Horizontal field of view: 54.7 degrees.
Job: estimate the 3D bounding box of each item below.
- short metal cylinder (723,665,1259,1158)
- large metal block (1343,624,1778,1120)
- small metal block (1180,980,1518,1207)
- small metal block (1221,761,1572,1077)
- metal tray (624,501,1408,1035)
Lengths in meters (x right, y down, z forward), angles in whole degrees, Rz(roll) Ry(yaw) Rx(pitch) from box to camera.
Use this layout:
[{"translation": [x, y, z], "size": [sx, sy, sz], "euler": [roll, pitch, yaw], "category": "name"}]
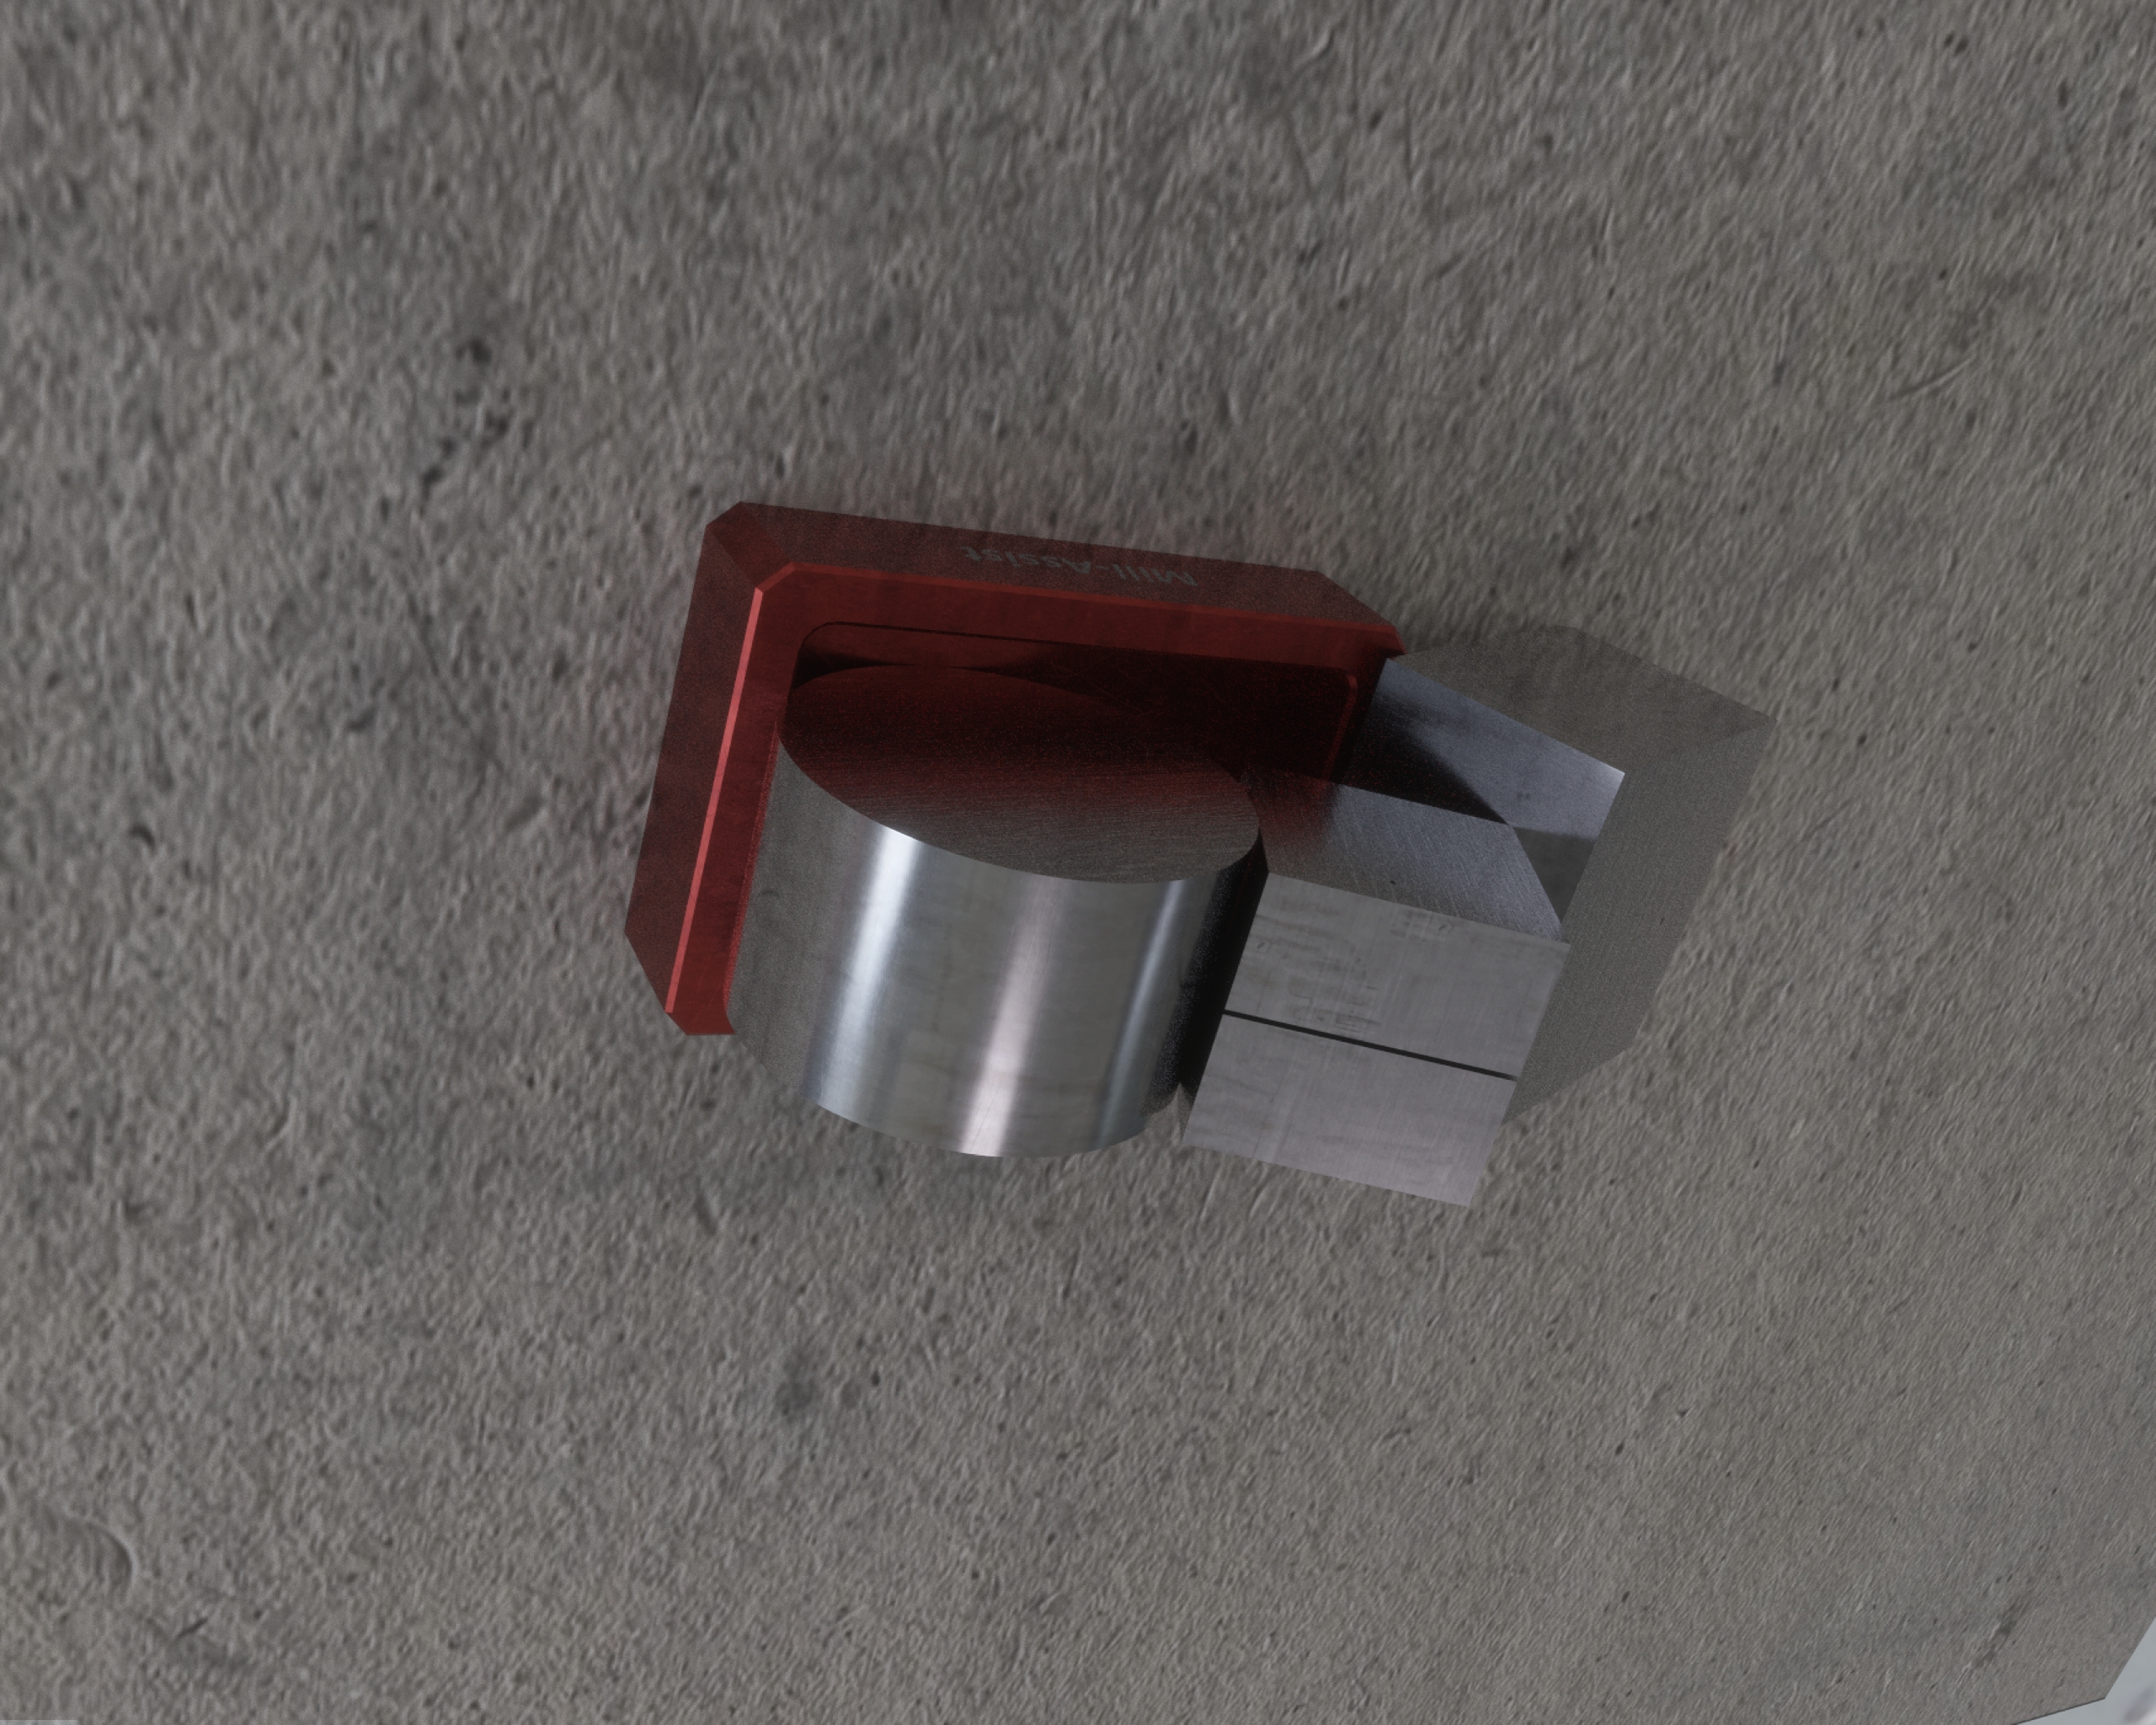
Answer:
[{"translation": [-0.015, 0.006, 0.351], "size": [0.081, 0.080, 0.050], "euler": [1, 118, -29], "category": "short metal cylinder"}, {"translation": [0.090, 0.001, 0.423], "size": [0.081, 0.050, 0.079], "euler": [-16, 130, -52], "category": "large metal block"}, {"translation": [0.045, 0.031, 0.368], "size": [0.050, 0.050, 0.025], "euler": [13, 113, -6], "category": "small metal block"}, {"translation": [0.051, 0.009, 0.358], "size": [0.050, 0.050, 0.025], "euler": [13, 113, -6], "category": "small metal block"}, {"translation": [-0.011, -0.014, 0.391], "size": [0.131, 0.030, 0.089], "euler": [2, 118, -30], "category": "metal tray"}]
